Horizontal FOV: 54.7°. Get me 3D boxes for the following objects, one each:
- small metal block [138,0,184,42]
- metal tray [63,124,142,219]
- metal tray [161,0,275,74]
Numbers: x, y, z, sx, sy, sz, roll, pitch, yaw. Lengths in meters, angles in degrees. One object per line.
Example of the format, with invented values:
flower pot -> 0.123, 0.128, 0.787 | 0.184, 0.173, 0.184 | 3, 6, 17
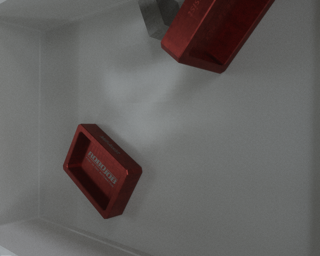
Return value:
small metal block -> 0.005, -0.136, 0.385 | 0.025, 0.050, 0.050 | -28, 73, 36
metal tray -> -0.093, 0.063, 0.477 | 0.130, 0.030, 0.089 | 39, 113, 33
metal tray -> 0.068, -0.120, 0.307 | 0.030, 0.091, 0.129 | 48, 118, 29
